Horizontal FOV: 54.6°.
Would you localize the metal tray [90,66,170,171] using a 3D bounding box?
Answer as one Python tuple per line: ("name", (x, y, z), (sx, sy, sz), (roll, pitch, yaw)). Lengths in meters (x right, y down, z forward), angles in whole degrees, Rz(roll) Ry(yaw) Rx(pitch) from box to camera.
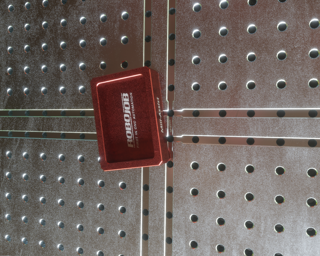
("metal tray", (-0.042, -0.011, 0.425), (0.090, 0.030, 0.129), (-9, 87, 19))
